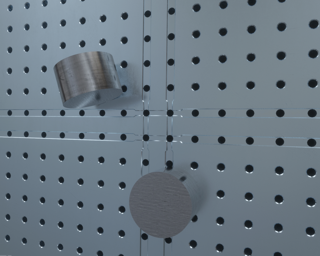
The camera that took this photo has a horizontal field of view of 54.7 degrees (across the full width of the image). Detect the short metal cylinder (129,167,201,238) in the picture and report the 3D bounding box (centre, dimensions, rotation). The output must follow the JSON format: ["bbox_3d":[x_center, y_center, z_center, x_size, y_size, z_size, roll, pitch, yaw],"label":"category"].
[{"bbox_3d":[0.008,0.093,0.396,0.080,0.050,0.079,0,90,20],"label":"short metal cylinder"}]

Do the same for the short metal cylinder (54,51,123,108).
[{"bbox_3d":[-0.096,-0.063,0.417,0.080,0.080,0.050,-18,84,19],"label":"short metal cylinder"}]
